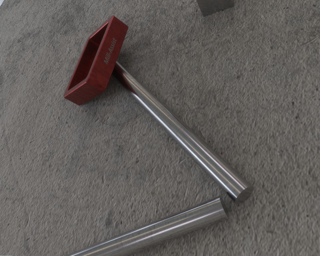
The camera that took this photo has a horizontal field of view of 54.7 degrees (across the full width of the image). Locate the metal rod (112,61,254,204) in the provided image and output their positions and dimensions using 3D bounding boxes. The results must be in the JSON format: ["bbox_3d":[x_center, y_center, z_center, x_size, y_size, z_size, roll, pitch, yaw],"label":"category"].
[{"bbox_3d":[0.005,-0.015,0.410,0.025,0.025,0.300,-43,51,-1],"label":"metal rod"}]

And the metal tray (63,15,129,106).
[{"bbox_3d":[-0.103,-0.107,0.497,0.090,0.030,0.130,-17,51,49],"label":"metal tray"}]

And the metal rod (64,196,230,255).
[{"bbox_3d":[-0.067,0.143,0.351,0.301,0.025,0.025,-25,53,13],"label":"metal rod"}]

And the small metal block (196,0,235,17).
[{"bbox_3d":[0.081,-0.204,0.470,0.050,0.050,0.025,-13,57,21],"label":"small metal block"}]
